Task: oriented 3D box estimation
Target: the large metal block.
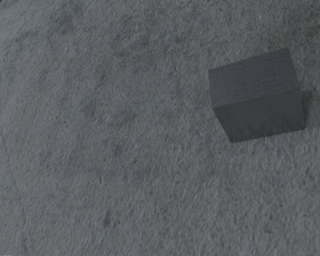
[{"bbox_3d":[0.104,-0.030,0.332,0.080,0.080,0.050,-13,57,20],"label":"large metal block"}]
